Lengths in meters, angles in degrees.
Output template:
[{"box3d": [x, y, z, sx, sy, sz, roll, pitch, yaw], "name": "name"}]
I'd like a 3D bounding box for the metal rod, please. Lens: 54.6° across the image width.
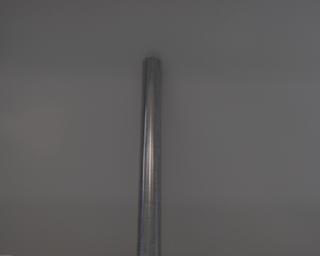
[{"box3d": [-0.011, 0.049, 0.351, 0.025, 0.025, 0.299, 0, 66, 0], "name": "metal rod"}]
